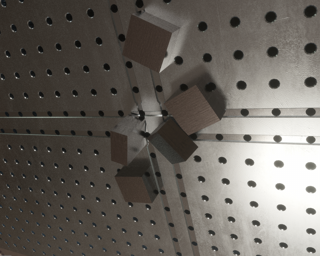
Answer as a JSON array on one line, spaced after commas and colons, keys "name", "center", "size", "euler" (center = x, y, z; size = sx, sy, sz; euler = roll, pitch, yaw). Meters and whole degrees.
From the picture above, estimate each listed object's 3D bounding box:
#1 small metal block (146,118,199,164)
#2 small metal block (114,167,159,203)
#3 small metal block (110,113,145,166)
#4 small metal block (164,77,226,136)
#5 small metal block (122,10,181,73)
[{"name": "small metal block", "center": [0.015, 0.019, 0.399], "size": [0.050, 0.025, 0.050], "euler": [46, 160, -4]}, {"name": "small metal block", "center": [-0.036, 0.089, 0.484], "size": [0.050, 0.025, 0.050], "euler": [-5, 116, 30]}, {"name": "small metal block", "center": [-0.043, 0.015, 0.426], "size": [0.025, 0.050, 0.050], "euler": [17, 125, 18]}, {"name": "small metal block", "center": [0.042, -0.025, 0.373], "size": [0.050, 0.025, 0.050], "euler": [-28, 103, 37]}, {"name": "small metal block", "center": [-0.011, -0.099, 0.354], "size": [0.050, 0.025, 0.050], "euler": [28, 128, 10]}]
